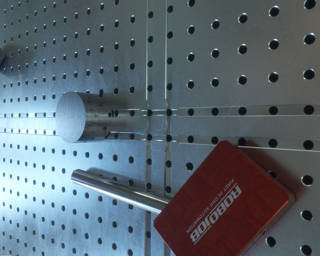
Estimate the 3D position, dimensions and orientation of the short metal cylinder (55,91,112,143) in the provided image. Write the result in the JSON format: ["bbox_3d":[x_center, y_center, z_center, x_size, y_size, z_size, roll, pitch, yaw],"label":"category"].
[{"bbox_3d":[-0.122,-0.016,0.494,0.080,0.050,0.079,0,90,40],"label":"short metal cylinder"}]

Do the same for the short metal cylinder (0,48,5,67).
[{"bbox_3d":[-0.408,-0.162,0.710,0.050,0.081,0.080,-50,61,28],"label":"short metal cylinder"}]

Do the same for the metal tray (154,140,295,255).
[{"bbox_3d":[0.063,0.090,0.332,0.130,0.030,0.090,-52,56,11],"label":"metal tray"}]

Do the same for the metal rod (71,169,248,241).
[{"bbox_3d":[-0.025,0.098,0.429,0.300,0.025,0.025,8,95,39],"label":"metal rod"}]
